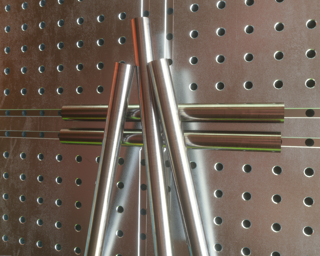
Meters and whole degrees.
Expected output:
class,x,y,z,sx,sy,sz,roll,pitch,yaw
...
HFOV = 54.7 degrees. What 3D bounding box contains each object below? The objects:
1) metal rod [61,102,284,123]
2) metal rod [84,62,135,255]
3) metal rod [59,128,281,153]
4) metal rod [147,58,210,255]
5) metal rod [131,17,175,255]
class,x,y,z,sx,sy,sz,roll,pitch,yaw
metal rod,0.003,-0.020,0.411,0.301,0.025,0.025,1,90,19
metal rod,-0.072,0.063,0.417,0.025,0.025,0.298,15,102,19
metal rod,-0.001,0.014,0.412,0.301,0.025,0.025,1,90,19
metal rod,0.029,0.065,0.382,0.025,0.025,0.298,-11,93,19
metal rod,-0.009,0.012,0.389,0.025,0.025,0.298,-7,88,19
